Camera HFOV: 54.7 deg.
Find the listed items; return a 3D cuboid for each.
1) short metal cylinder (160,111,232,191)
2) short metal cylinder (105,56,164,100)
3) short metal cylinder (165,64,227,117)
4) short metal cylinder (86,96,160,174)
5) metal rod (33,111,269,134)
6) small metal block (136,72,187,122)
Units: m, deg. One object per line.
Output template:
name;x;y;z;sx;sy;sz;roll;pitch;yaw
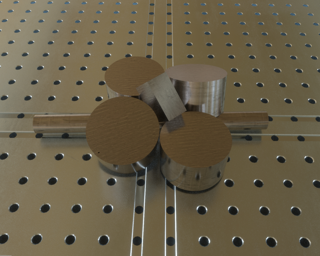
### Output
short metal cylinder;0.040;0.026;0.364;0.081;0.050;0.080;0;50;0
short metal cylinder;-0.033;-0.055;0.432;0.081;0.050;0.080;0;50;0
short metal cylinder;0.047;-0.050;0.412;0.081;0.050;0.080;0;27;0
short metal cylinder;-0.041;0.010;0.362;0.081;0.050;0.080;0;70;-1
metal rod;-0.011;-0.008;0.409;0.302;0.025;0.025;-1;50;-1
small metal block;0.000;-0.035;0.370;0.025;0.050;0.050;-32;99;-17
